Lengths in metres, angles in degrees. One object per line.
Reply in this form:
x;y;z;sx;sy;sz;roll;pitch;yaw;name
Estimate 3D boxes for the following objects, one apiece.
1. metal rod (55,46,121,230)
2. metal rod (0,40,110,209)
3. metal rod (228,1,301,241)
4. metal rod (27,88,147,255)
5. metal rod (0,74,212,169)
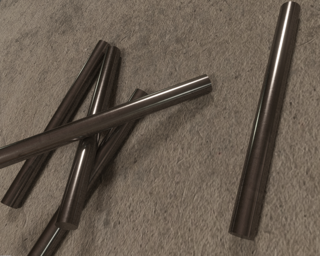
-0.091;-0.010;0.431;0.025;0.025;0.300;-12;49;21;metal rod
-0.157;-0.017;0.494;0.025;0.025;0.300;13;68;33;metal rod
0.125;-0.027;0.353;0.025;0.025;0.300;6;64;30;metal rod
-0.100;0.075;0.408;0.025;0.025;0.300;21;72;35;metal rod
-0.077;-0.007;0.393;0.302;0.025;0.025;-20;52;-6;metal rod
